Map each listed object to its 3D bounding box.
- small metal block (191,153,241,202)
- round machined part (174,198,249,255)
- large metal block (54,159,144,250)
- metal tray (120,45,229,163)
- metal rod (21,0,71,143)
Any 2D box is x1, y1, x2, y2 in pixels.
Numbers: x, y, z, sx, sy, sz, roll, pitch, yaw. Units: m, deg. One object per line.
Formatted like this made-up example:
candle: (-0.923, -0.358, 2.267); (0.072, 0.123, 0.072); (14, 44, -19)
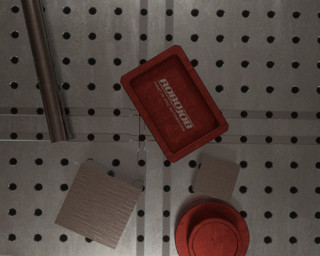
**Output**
small metal block: (0.074, 0.065, 0.414); (0.050, 0.025, 0.050); (17, 90, -1)
round machined part: (0.069, 0.145, 0.406); (0.099, 0.042, 0.097); (0, 90, -1)
large metal block: (-0.075, 0.095, 0.400); (0.080, 0.050, 0.080); (24, 90, -1)
metal tray: (0.019, -0.031, 0.411); (0.090, 0.030, 0.130); (-31, 90, -1)
metal rod: (-0.162, -0.128, 0.411); (0.025, 0.025, 0.298); (-12, 90, 0)
